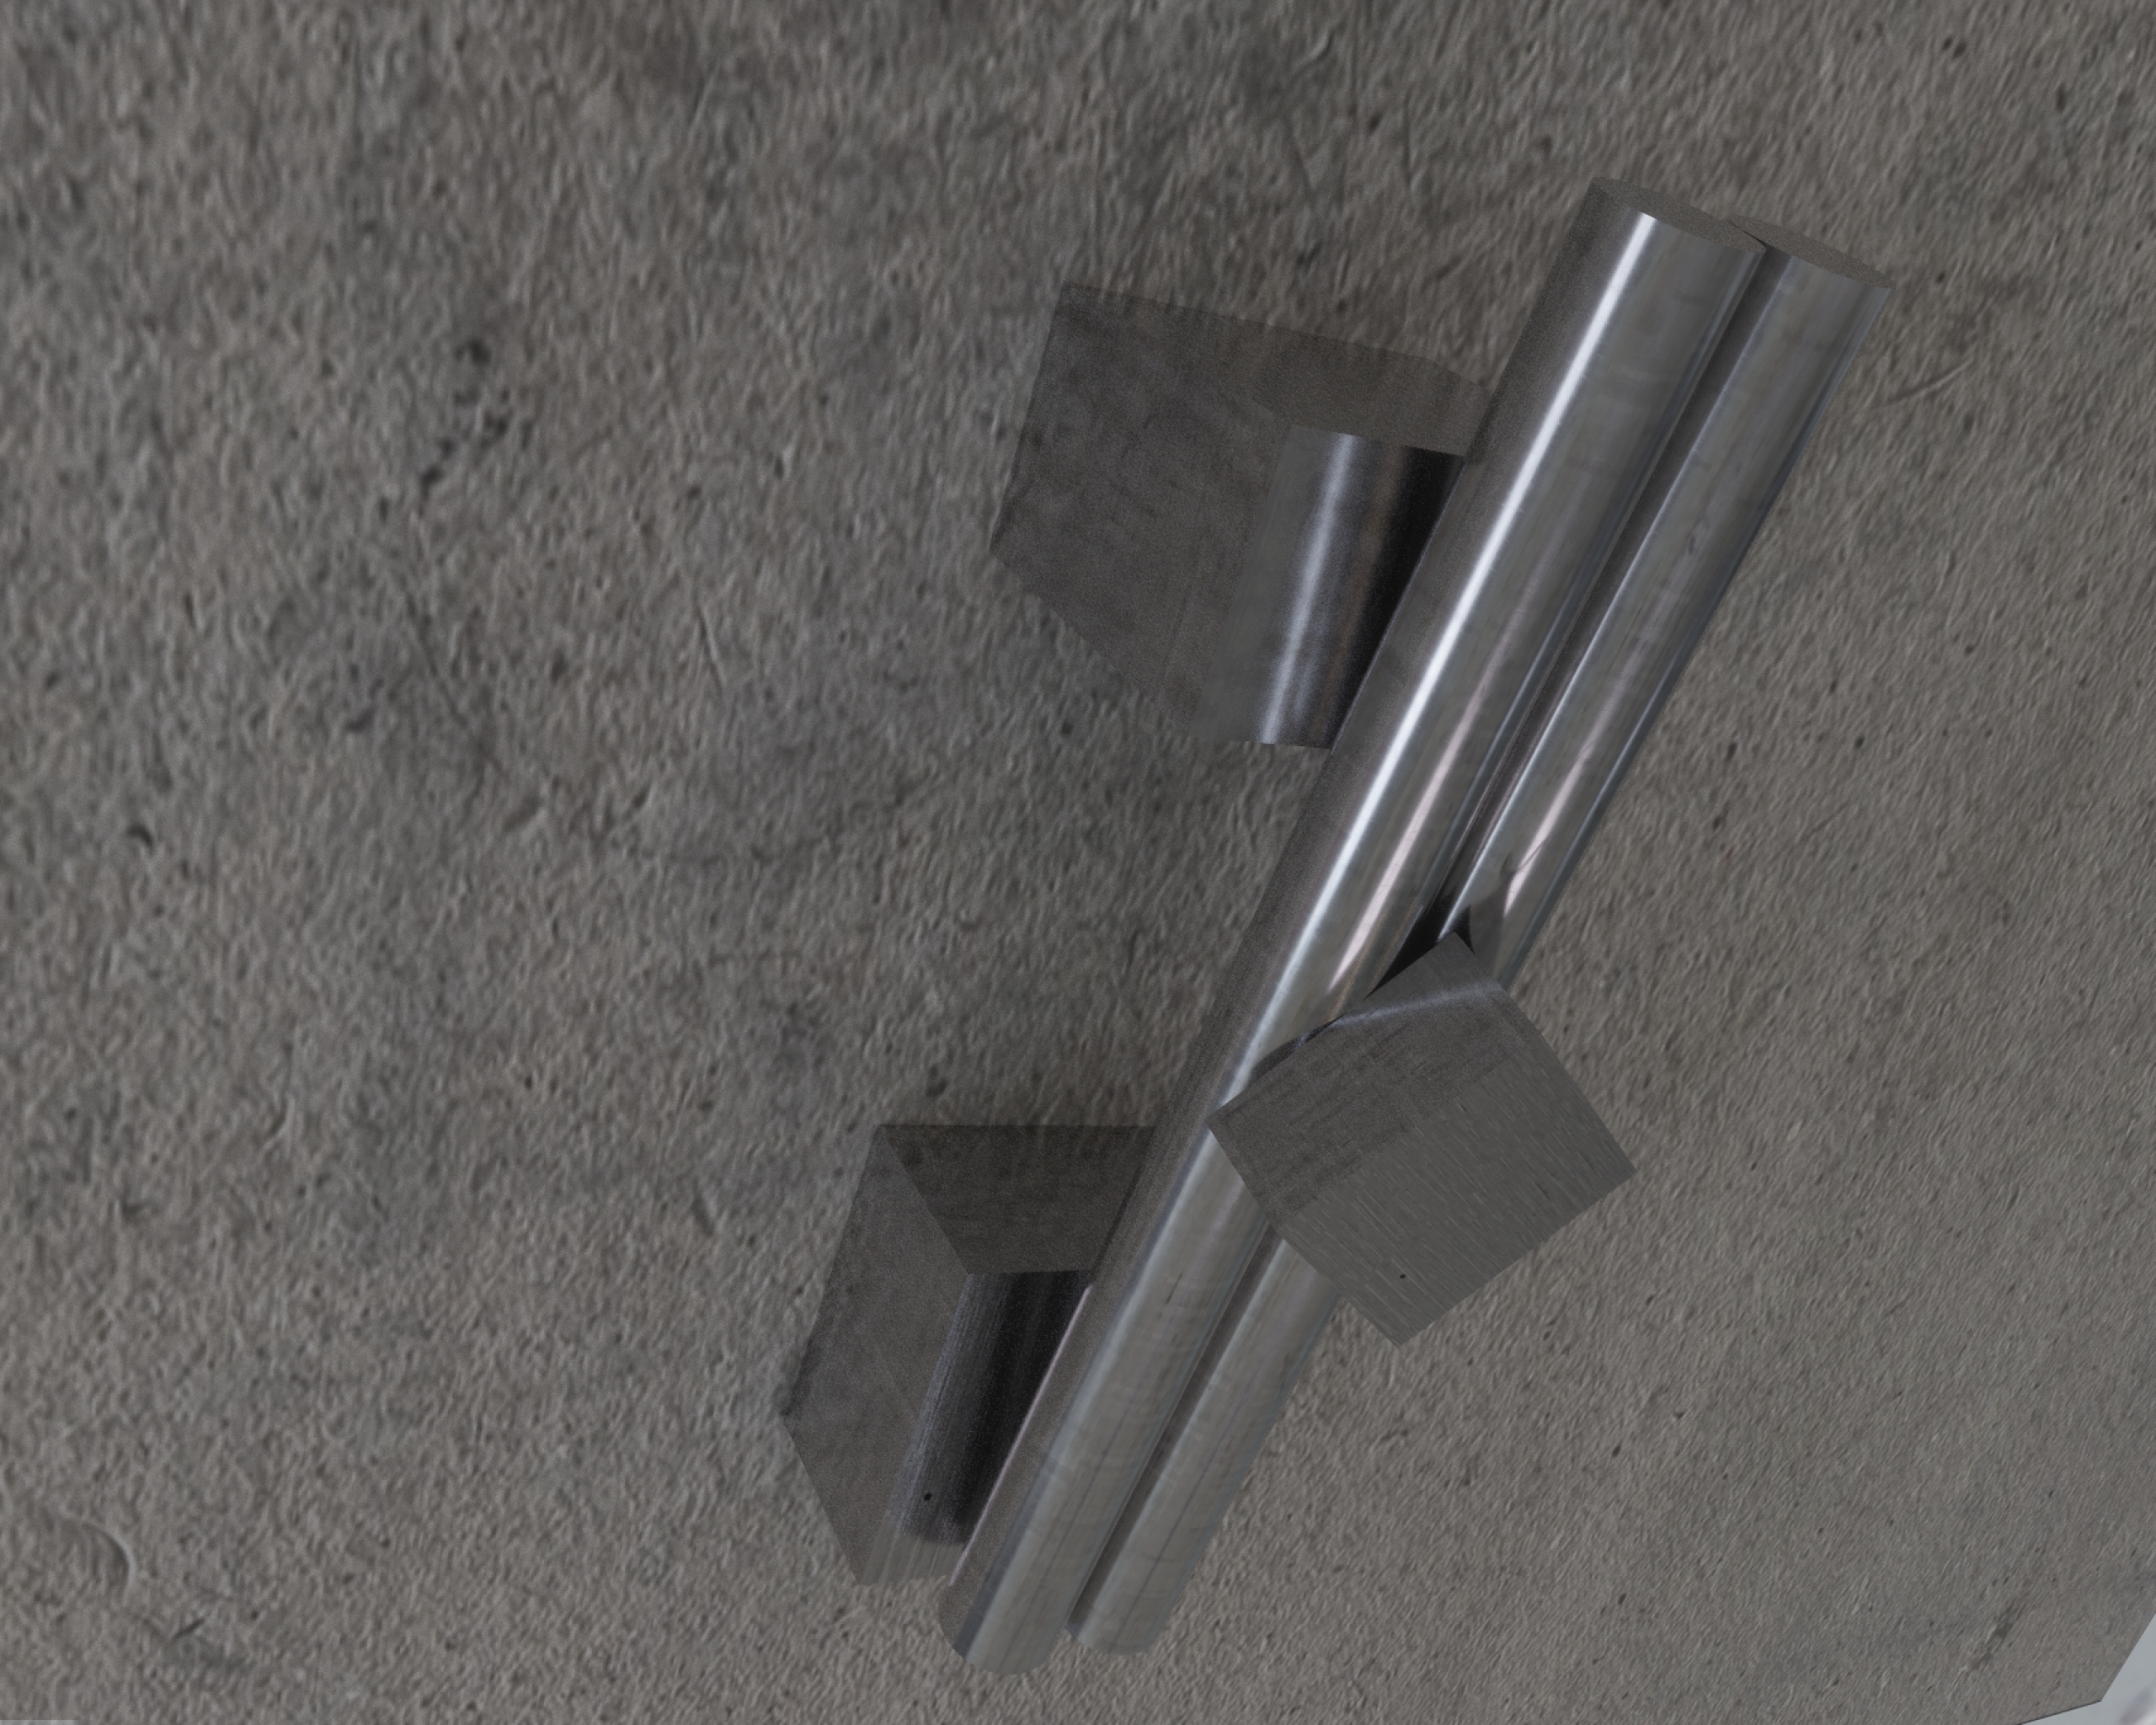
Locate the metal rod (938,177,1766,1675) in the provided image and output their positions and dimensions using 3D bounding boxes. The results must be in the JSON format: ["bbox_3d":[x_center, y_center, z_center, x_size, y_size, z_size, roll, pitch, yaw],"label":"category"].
[{"bbox_3d":[0.032,0.034,0.352,0.025,0.025,0.298,3,124,-30],"label":"metal rod"}]

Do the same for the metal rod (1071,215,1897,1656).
[{"bbox_3d":[0.055,0.035,0.365,0.025,0.025,0.298,3,124,-30],"label":"metal rod"}]

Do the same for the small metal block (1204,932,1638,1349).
[{"bbox_3d":[0.057,0.047,0.342,0.050,0.025,0.050,-38,135,4],"label":"small metal block"}]

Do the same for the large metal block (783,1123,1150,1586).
[{"bbox_3d":[-0.009,0.104,0.451,0.081,0.050,0.079,5,116,-31],"label":"large metal block"}]

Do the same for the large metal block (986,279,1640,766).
[{"bbox_3d":[0.042,-0.058,0.360,0.081,0.080,0.050,3,117,-30],"label":"large metal block"}]
